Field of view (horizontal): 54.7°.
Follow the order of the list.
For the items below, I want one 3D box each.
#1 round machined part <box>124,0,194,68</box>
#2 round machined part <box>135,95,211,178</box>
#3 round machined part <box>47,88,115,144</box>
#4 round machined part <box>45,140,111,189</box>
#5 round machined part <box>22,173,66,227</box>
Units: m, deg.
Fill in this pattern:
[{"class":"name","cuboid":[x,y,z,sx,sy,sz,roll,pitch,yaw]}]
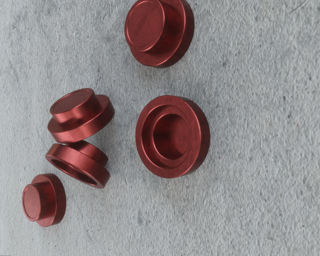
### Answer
[{"class":"round machined part","cuboid":[-0.008,-0.129,0.401,0.098,0.042,0.097,0,90,40]},{"class":"round machined part","cuboid":[0.019,0.010,0.378,0.098,0.042,0.097,0,90,40]},{"class":"round machined part","cuboid":[-0.120,-0.024,0.454,0.098,0.098,0.042,6,131,40]},{"class":"round machined part","cuboid":[-0.118,0.049,0.468,0.098,0.098,0.042,6,58,40]},{"class":"round machined part","cuboid":[-0.221,0.135,0.577,0.098,0.042,0.097,0,90,40]}]
